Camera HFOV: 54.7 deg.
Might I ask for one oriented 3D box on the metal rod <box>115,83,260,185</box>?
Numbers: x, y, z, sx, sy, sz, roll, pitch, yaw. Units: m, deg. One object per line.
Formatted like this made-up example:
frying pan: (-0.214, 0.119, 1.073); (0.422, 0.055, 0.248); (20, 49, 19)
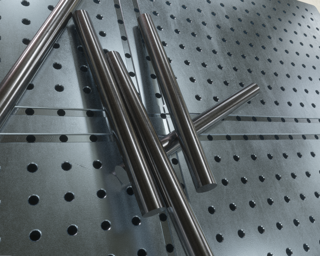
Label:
metal rod: (0.059, -0.007, 0.445); (0.302, 0.025, 0.025); (-30, 79, -38)

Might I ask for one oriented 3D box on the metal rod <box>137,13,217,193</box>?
metal rod: (0.014, -0.054, 0.427); (0.025, 0.025, 0.299); (1, 54, -28)

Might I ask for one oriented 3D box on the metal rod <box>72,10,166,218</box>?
metal rod: (-0.060, -0.037, 0.379); (0.025, 0.025, 0.299); (-6, 59, -31)

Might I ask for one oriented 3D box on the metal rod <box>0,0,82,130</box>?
metal rod: (-0.151, -0.102, 0.389); (0.025, 0.025, 0.300); (24, 53, -14)

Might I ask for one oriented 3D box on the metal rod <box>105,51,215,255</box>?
metal rod: (-0.011, 0.019, 0.360); (0.025, 0.025, 0.299); (-6, 55, -31)
